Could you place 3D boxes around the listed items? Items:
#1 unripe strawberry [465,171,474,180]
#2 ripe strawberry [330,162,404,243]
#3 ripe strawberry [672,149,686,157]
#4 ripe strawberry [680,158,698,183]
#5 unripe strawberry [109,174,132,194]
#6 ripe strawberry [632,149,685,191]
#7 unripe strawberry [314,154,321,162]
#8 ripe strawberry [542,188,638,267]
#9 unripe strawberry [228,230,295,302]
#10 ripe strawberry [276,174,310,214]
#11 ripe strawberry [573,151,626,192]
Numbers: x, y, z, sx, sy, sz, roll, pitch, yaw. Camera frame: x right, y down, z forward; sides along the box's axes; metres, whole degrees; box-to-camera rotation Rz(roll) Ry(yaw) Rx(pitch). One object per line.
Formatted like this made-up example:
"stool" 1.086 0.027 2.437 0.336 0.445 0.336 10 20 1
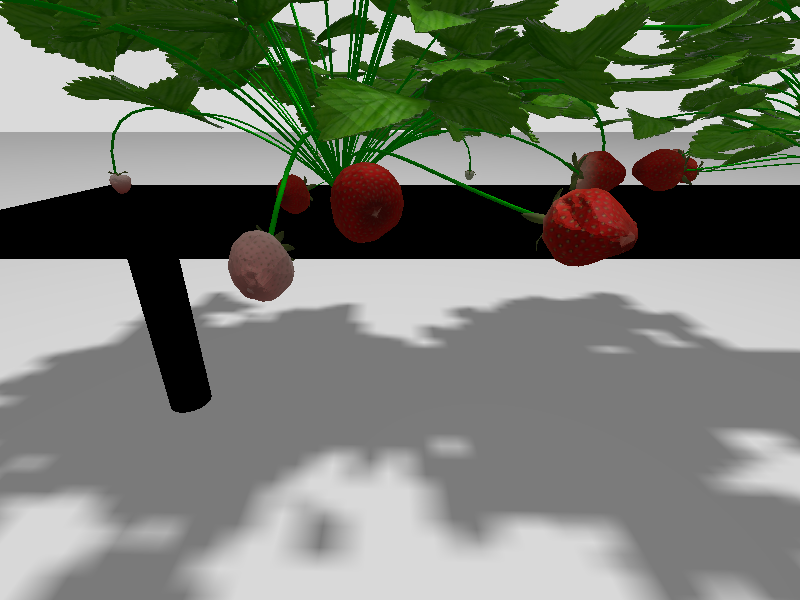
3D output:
"unripe strawberry" 0.073 -0.131 0.421 0.010 0.010 0.009 -16 29 -32
"ripe strawberry" -0.016 -0.050 0.210 0.040 0.042 0.043 -6 25 -13
"ripe strawberry" 0.360 -0.186 0.528 0.027 0.024 0.024 -5 11 -10
"ripe strawberry" 0.285 -0.130 0.404 0.025 0.024 0.027 14 28 29
"unripe strawberry" -0.238 -0.099 0.342 0.017 0.016 0.015 0 24 1
"ripe strawberry" 0.228 -0.116 0.356 0.036 0.036 0.040 2 24 7
"unripe strawberry" -0.103 -0.177 0.498 0.009 0.010 0.010 -7 25 -15
"ripe strawberry" 0.080 -0.029 0.168 0.038 0.034 0.034 -16 29 -32
"unripe strawberry" -0.048 -0.010 0.138 0.022 0.025 0.024 0 39 0
"ripe strawberry" -0.074 -0.071 0.271 0.023 0.026 0.025 7 26 16
"ripe strawberry" 0.165 -0.103 0.329 0.037 0.036 0.040 1 24 1
